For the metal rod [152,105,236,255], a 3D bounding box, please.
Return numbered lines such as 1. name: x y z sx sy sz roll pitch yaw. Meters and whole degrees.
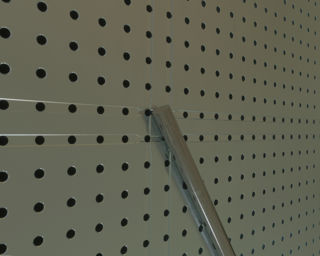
1. metal rod: 0.061 0.103 0.458 0.025 0.025 0.299 -39 114 -33
